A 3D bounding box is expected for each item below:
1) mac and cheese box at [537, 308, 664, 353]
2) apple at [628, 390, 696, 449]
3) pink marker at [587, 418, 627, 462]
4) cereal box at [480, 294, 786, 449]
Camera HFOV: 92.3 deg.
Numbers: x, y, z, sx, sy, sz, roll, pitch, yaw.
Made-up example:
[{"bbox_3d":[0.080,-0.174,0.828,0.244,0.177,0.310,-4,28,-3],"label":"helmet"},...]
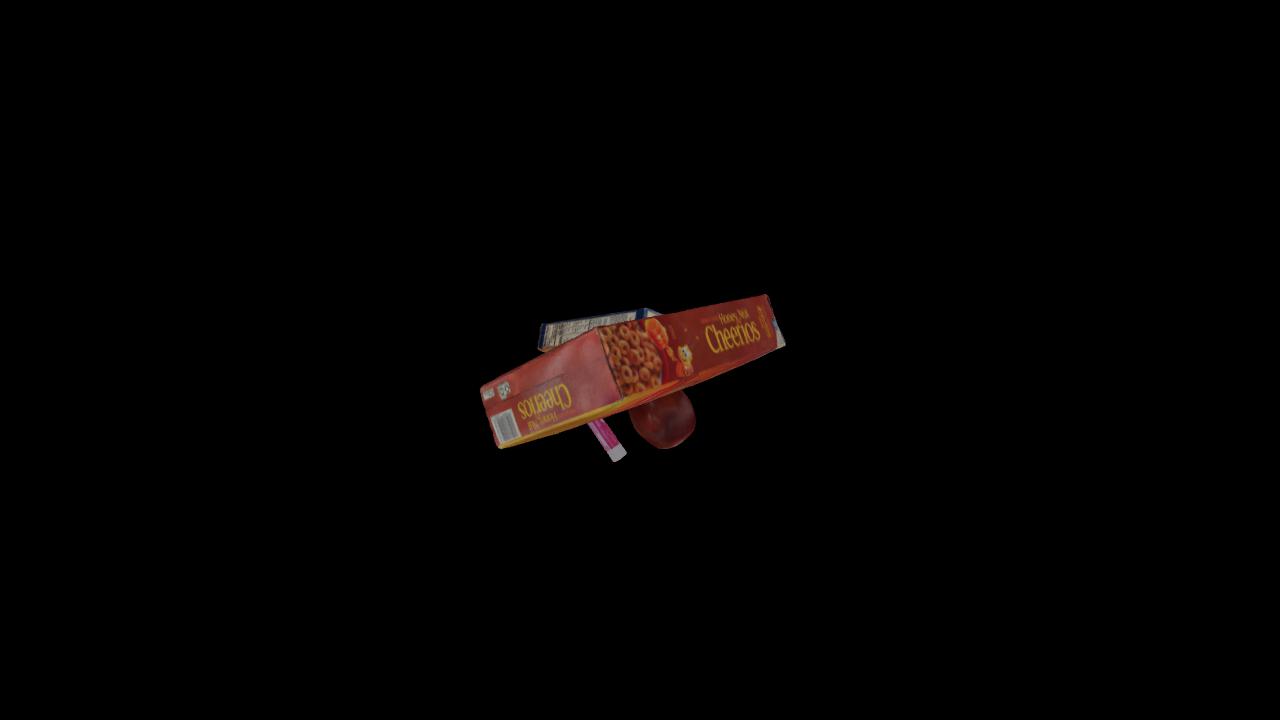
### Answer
[{"bbox_3d":[-0.029,-0.023,0.728,0.093,0.041,0.184,17,-15,-42],"label":"mac and cheese box"},{"bbox_3d":[0.025,0.062,0.732,0.079,0.093,0.079,-24,13,6],"label":"apple"},{"bbox_3d":[-0.056,0.060,0.687,0.020,0.121,0.020,-34,5,4],"label":"pink marker"},{"bbox_3d":[0.004,0.008,0.698,0.203,0.081,0.306,-24,-6,41],"label":"cereal box"}]
